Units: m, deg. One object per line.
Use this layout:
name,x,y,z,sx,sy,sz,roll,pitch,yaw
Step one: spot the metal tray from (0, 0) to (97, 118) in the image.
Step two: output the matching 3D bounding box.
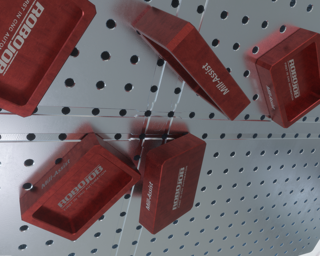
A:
metal tray,-0.132,-0.083,0.283,0.090,0.030,0.130,28,103,-38

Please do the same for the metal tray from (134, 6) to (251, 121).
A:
metal tray,0.037,-0.070,0.345,0.030,0.090,0.130,-47,129,4

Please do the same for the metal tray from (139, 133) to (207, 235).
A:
metal tray,0.017,0.080,0.447,0.091,0.030,0.129,-21,129,-41

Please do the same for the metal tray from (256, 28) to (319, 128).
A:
metal tray,0.205,-0.072,0.473,0.090,0.030,0.130,-36,129,-4

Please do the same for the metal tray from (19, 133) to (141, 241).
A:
metal tray,-0.100,0.079,0.401,0.130,0.030,0.090,-44,129,2
